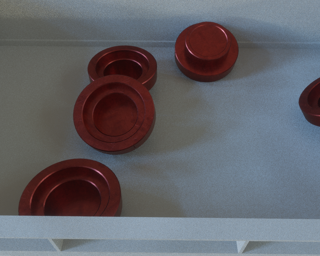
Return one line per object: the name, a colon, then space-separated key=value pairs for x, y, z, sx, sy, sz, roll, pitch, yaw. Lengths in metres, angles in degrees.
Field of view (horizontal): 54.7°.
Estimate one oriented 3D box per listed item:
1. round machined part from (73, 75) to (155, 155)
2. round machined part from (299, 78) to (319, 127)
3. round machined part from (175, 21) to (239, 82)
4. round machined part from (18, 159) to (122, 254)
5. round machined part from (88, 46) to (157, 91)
round machined part: x=-0.054 y=-0.014 z=0.390 sx=0.099 sy=0.042 sz=0.098 roll=-1 pitch=74 yaw=4
round machined part: x=0.238 y=-0.033 z=0.403 sx=0.098 sy=0.042 sz=0.098 roll=-29 pitch=26 yaw=16
round machined part: x=0.072 y=-0.124 z=0.478 sx=0.099 sy=0.042 sz=0.098 roll=0 pitch=70 yaw=1
round machined part: x=-0.088 y=0.082 z=0.320 sx=0.099 sy=0.042 sz=0.098 roll=1 pitch=45 yaw=0
round machined part: x=-0.054 y=-0.076 z=0.457 sx=0.099 sy=0.042 sz=0.098 roll=0 pitch=50 yaw=0
